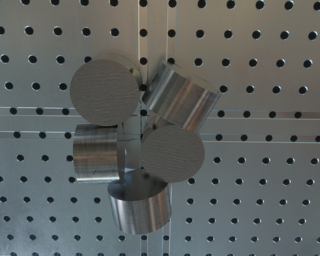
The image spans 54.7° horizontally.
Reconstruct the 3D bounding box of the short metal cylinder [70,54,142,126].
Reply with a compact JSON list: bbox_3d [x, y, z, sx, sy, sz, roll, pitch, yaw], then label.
[{"bbox_3d":[-0.064,-0.048,0.381,0.080,0.050,0.079,0,110,1],"label":"short metal cylinder"}]

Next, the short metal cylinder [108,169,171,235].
[{"bbox_3d":[-0.026,0.097,0.419,0.080,0.080,0.050,-6,111,2],"label":"short metal cylinder"}]

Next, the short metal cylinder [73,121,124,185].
[{"bbox_3d":[-0.075,0.031,0.396,0.050,0.080,0.079,-2,110,0],"label":"short metal cylinder"}]

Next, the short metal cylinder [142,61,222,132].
[{"bbox_3d":[0.025,-0.039,0.370,0.080,0.080,0.050,27,107,-10],"label":"short metal cylinder"}]

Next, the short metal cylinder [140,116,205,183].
[{"bbox_3d":[0.016,0.025,0.409,0.081,0.050,0.079,0,111,-1],"label":"short metal cylinder"}]
